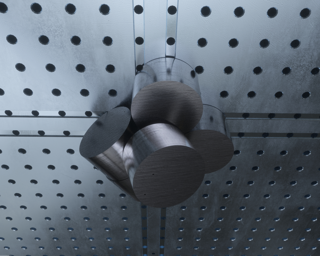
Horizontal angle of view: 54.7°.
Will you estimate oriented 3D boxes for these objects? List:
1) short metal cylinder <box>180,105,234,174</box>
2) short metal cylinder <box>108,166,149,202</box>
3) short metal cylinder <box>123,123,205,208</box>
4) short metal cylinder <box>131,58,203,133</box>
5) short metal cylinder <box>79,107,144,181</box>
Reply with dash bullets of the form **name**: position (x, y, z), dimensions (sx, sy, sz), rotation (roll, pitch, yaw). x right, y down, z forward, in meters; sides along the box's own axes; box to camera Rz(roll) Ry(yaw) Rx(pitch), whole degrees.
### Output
- **short metal cylinder**: position (0.053, 0.016, 0.408), dimensions (0.081, 0.050, 0.079), rotation (0, 130, 0)
- **short metal cylinder**: position (-0.027, 0.052, 0.419), dimensions (0.080, 0.080, 0.050), rotation (-27, 125, 20)
- **short metal cylinder**: position (0.003, 0.041, 0.346), dimensions (0.081, 0.050, 0.079), rotation (-9, 119, -16)
- **short metal cylinder**: position (0.008, -0.035, 0.364), dimensions (0.081, 0.050, 0.079), rotation (0, 130, 0)
- **short metal cylinder**: position (-0.054, 0.019, 0.391), dimensions (0.080, 0.080, 0.050), rotation (-27, 125, 21)
